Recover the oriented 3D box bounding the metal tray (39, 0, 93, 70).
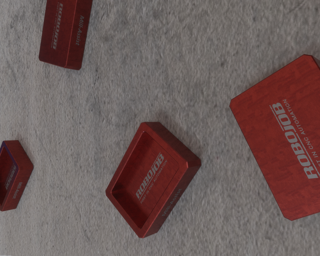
[{"bbox_3d":[-0.165,-0.172,0.534,0.090,0.030,0.129,20,103,37],"label":"metal tray"}]

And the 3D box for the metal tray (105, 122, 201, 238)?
[{"bbox_3d":[-0.014,0.068,0.411,0.090,0.030,0.129,43,116,31],"label":"metal tray"}]

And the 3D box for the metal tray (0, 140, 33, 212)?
[{"bbox_3d":[-0.322,0.101,0.662,0.090,0.030,0.129,45,117,30],"label":"metal tray"}]

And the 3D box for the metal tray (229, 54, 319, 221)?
[{"bbox_3d":[0.134,0.009,0.291,0.090,0.030,0.130,-34,69,34],"label":"metal tray"}]
